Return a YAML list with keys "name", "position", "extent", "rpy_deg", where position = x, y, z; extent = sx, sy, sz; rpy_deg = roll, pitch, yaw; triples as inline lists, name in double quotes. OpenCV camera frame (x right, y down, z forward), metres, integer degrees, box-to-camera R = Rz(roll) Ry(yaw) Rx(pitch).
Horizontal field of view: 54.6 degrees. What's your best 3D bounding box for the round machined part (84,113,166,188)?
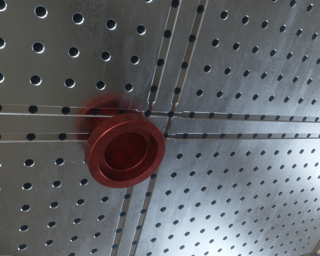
- name: "round machined part"
  position: [-0.046, 0.024, 0.390]
  extent: [0.099, 0.042, 0.097]
  rpy_deg: [-14, 124, -21]
